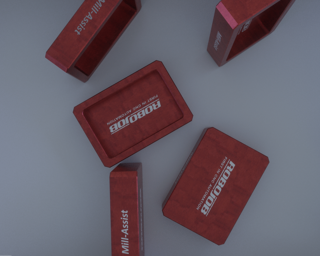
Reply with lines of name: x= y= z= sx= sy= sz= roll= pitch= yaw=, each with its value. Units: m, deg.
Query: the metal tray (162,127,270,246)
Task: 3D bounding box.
metal tray: x=0.071 y=0.074 z=0.409 sx=0.090 sy=0.030 sz=0.130 roll=29 pitch=90 yaw=0

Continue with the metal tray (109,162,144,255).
metal tray: x=-0.038 y=0.112 z=0.378 sx=0.030 sy=0.090 sz=0.129 roll=-2 pitch=90 yaw=0

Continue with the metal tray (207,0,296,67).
metal tray: x=0.104 y=-0.125 z=0.358 sx=0.090 sy=0.130 sz=0.030 roll=-34 pitch=83 yaw=0

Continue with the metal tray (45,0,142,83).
metal tray: x=-0.075 y=-0.121 z=0.378 sx=0.030 sy=0.090 sz=0.130 roll=37 pitch=90 yaw=0

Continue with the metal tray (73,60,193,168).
metal tray: x=-0.034 y=-0.018 z=0.408 sx=0.130 sy=0.030 sz=0.090 roll=-30 pitch=90 yaw=0
